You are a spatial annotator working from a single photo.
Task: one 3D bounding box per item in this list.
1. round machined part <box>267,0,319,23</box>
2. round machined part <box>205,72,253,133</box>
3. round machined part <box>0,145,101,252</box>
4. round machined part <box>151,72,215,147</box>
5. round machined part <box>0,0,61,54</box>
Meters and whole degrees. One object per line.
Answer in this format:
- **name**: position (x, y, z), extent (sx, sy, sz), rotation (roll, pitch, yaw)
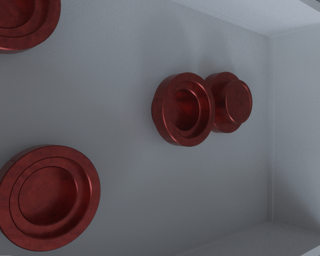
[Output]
- **round machined part**: position (0.255, -0.230, 0.579), extent (0.099, 0.098, 0.042), rotation (-39, 114, -33)
- **round machined part**: position (0.109, -0.040, 0.490), extent (0.099, 0.042, 0.097), rotation (0, 90, -40)
- **round machined part**: position (-0.112, 0.064, 0.303), extent (0.099, 0.042, 0.097), rotation (0, 90, -40)
- **round machined part**: position (0.027, -0.024, 0.420), extent (0.099, 0.042, 0.097), rotation (0, 90, -40)
- **round machined part**: position (-0.144, -0.115, 0.275), extent (0.099, 0.042, 0.097), rotation (0, 90, -40)
